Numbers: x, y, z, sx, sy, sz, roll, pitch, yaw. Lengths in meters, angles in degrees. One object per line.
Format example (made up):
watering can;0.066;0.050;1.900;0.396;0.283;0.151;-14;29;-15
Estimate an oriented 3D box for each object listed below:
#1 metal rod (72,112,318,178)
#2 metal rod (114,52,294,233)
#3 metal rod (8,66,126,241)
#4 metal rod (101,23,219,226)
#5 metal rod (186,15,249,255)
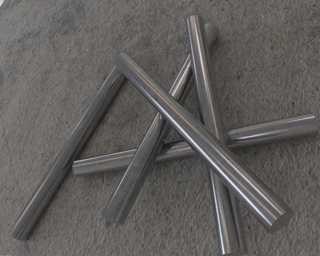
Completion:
metal rod;0.024;0.026;0.375;0.300;0.025;0.025;-12;57;21
metal rod;0.020;-0.012;0.338;0.025;0.025;0.300;-41;48;0
metal rod;-0.123;0.019;0.456;0.025;0.025;0.300;18;71;35
metal rod;0.013;-0.024;0.387;0.025;0.025;0.300;10;59;32
metal rod;0.057;-0.017;0.349;0.025;0.025;0.299;-16;57;19
